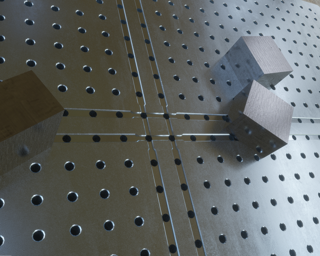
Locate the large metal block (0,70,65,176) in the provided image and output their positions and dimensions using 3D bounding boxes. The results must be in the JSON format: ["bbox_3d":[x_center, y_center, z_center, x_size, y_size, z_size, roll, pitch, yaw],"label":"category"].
[{"bbox_3d":[-0.146,0.001,0.293,0.050,0.080,0.080,49,51,6],"label":"large metal block"}]

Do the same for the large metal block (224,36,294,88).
[{"bbox_3d":[0.177,-0.118,0.558,0.081,0.050,0.080,-12,68,-33],"label":"large metal block"}]

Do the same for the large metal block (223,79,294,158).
[{"bbox_3d":[0.155,-0.015,0.484,0.080,0.050,0.080,33,51,-7],"label":"large metal block"}]
